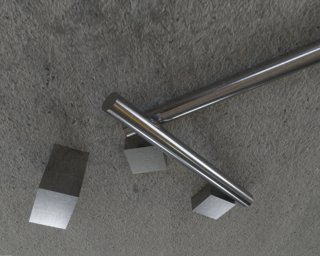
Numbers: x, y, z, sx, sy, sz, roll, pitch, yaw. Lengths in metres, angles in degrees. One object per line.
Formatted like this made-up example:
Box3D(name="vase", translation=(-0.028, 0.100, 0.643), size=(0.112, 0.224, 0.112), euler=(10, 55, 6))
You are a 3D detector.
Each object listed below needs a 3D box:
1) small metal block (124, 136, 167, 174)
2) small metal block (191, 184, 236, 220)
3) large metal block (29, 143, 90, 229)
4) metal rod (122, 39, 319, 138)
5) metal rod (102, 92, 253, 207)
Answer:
Box3D(name="small metal block", translation=(-0.019, 0.036, 0.438), size=(0.050, 0.025, 0.050), euler=(-8, 130, 6))
Box3D(name="small metal block", translation=(0.087, 0.122, 0.512), size=(0.050, 0.025, 0.050), euler=(25, 126, -21))
Box3D(name="large metal block", translation=(-0.142, 0.083, 0.439), size=(0.050, 0.080, 0.079), euler=(18, 128, -15))
Box3D(name="metal rod", translation=(0.091, -0.051, 0.364), size=(0.300, 0.025, 0.025), euler=(-21, 127, 16))
Box3D(name="metal rod", translation=(0.044, 0.044, 0.423), size=(0.025, 0.025, 0.301), euler=(-34, 130, 25))
